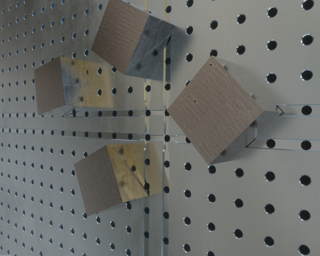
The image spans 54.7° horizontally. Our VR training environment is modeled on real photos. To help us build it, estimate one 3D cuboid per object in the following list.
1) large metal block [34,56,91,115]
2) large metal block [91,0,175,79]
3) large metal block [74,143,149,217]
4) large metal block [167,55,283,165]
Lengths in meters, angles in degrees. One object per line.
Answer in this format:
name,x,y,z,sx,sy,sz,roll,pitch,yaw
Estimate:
large metal block,-0.167,-0.068,0.528,0.080,0.050,0.080,-13,82,39
large metal block,-0.039,-0.123,0.423,0.080,0.050,0.079,39,114,32
large metal block,-0.072,0.075,0.451,0.080,0.050,0.080,-29,72,36
large metal block,0.067,-0.018,0.336,0.080,0.050,0.080,-50,61,28
